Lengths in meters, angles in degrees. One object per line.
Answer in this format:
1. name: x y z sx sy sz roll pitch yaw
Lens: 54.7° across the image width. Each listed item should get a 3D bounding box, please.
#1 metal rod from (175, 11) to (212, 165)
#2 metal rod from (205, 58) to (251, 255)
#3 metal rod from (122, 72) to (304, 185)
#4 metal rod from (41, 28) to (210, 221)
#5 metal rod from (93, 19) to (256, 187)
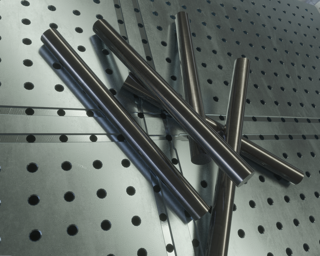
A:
1. metal rod: 0.044 -0.080 0.458 0.025 0.025 0.300 15 48 -20
2. metal rod: 0.096 0.026 0.418 0.025 0.025 0.300 23 62 -15
3. metal rod: 0.083 0.005 0.452 0.301 0.025 0.025 29 52 -10
4. metal rod: -0.047 -0.009 0.389 0.300 0.025 0.025 49 51 6
5. metal rod: 0.002 -0.047 0.390 0.025 0.025 0.300 -21 58 -36
